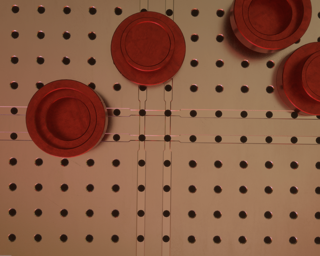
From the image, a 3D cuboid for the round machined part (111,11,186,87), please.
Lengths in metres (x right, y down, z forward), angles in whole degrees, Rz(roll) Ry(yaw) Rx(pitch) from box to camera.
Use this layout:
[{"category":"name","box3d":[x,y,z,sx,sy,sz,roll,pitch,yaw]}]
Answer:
[{"category":"round machined part","box3d":[-0.015,-0.104,0.405,0.099,0.042,0.097,0,90,-1]}]

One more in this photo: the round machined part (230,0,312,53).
[{"category":"round machined part","box3d":[0.141,-0.147,0.407,0.099,0.042,0.097,0,90,-1]}]

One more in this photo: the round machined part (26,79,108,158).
[{"category":"round machined part","box3d":[-0.117,-0.012,0.403,0.099,0.042,0.097,0,90,-1]}]

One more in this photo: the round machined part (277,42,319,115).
[{"category":"round machined part","box3d":[0.210,-0.065,0.408,0.099,0.042,0.097,0,90,-1]}]
